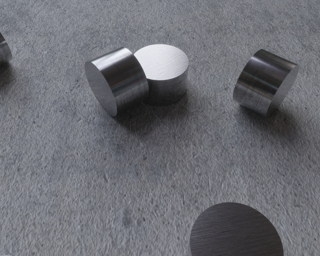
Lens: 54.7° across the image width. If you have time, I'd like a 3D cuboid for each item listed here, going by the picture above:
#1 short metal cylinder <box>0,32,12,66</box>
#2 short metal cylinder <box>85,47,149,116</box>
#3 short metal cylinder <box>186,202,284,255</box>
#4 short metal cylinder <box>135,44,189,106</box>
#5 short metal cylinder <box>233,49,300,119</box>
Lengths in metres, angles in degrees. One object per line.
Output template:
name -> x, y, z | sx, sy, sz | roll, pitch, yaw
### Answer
short metal cylinder -> -0.275, -0.126, 0.472 | 0.080, 0.080, 0.050 | 33, 58, 24
short metal cylinder -> -0.059, -0.063, 0.420 | 0.050, 0.080, 0.080 | -31, 57, -23
short metal cylinder -> 0.066, 0.117, 0.289 | 0.080, 0.050, 0.080 | 0, 50, 0
short metal cylinder -> 0.000, -0.078, 0.452 | 0.080, 0.050, 0.080 | 0, 50, 0
short metal cylinder -> 0.143, -0.059, 0.418 | 0.050, 0.080, 0.080 | 34, 58, 25
